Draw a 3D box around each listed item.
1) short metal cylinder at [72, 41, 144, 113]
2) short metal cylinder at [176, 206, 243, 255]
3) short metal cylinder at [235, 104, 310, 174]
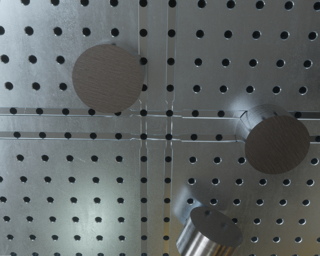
[{"bbox_3d":[-0.060,-0.063,0.376,0.081,0.050,0.079,0,110,0],"label":"short metal cylinder"},{"bbox_3d":[0.070,0.158,0.443,0.080,0.080,0.050,20,109,-8],"label":"short metal cylinder"},{"bbox_3d":[0.145,0.014,0.406,0.081,0.050,0.079,0,110,0],"label":"short metal cylinder"}]
